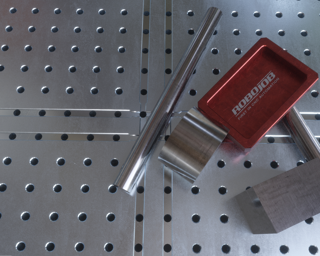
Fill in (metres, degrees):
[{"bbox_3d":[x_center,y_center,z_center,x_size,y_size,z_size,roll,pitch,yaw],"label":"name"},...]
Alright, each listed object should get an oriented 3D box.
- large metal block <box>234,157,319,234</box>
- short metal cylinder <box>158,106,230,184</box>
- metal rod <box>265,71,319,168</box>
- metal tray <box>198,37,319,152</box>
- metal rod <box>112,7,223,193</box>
[{"bbox_3d":[0.142,0.081,0.355,0.080,0.080,0.050,-22,72,-8],"label":"large metal block"},{"bbox_3d":[0.041,0.021,0.375,0.050,0.080,0.080,34,73,11],"label":"short metal cylinder"},{"bbox_3d":[0.209,0.055,0.394,0.025,0.025,0.299,-22,72,-8],"label":"metal rod"},{"bbox_3d":[0.126,-0.044,0.407,0.130,0.030,0.090,-46,71,-2],"label":"metal tray"},{"bbox_3d":[0.018,-0.051,0.430,0.025,0.025,0.300,25,72,8],"label":"metal rod"}]
